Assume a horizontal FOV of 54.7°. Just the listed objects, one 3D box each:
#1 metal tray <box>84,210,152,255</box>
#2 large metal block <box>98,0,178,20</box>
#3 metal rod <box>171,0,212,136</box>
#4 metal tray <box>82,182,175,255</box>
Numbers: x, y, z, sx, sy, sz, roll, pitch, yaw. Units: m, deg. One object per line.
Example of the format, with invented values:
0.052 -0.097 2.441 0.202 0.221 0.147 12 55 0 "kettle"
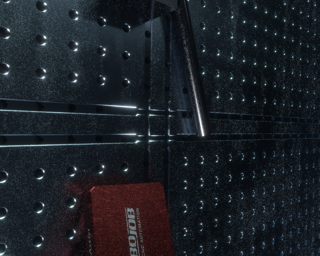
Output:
-0.050 0.172 0.365 0.090 0.030 0.130 45 63 -31 "metal tray"
-0.024 -0.187 0.372 0.081 0.050 0.080 4 87 -40 "large metal block"
0.034 -0.134 0.437 0.025 0.025 0.298 -21 103 -38 "metal rod"
-0.032 0.129 0.340 0.091 0.030 0.130 2 67 -30 "metal tray"
